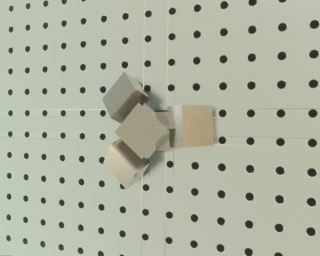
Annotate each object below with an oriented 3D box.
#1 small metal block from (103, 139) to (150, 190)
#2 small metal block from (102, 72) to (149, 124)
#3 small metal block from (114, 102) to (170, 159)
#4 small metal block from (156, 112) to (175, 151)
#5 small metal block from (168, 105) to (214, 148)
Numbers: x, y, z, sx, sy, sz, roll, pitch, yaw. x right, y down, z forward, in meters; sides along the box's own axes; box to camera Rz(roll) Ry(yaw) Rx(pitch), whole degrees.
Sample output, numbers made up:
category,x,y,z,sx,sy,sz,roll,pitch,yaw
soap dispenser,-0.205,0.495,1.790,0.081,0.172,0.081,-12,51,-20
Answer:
category,x,y,z,sx,sy,sz,roll,pitch,yaw
small metal block,-0.046,0.047,0.416,0.050,0.025,0.050,47,142,14
small metal block,-0.047,-0.040,0.417,0.050,0.025,0.050,-48,40,13
small metal block,-0.020,0.003,0.393,0.050,0.025,0.050,43,103,14
small metal block,-0.007,0.003,0.416,0.050,0.025,0.050,2,93,20
small metal block,0.039,-0.002,0.383,0.025,0.050,0.050,-4,88,53
